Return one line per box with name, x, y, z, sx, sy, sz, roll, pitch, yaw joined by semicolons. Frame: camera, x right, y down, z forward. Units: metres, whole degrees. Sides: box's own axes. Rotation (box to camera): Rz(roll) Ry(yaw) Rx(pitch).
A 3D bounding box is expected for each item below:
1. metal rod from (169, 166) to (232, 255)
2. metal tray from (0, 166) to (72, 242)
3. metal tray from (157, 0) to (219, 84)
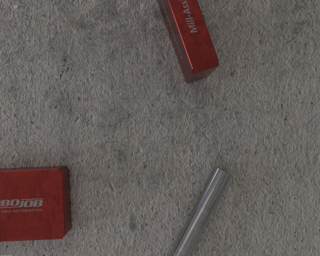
metal rod;0.016;0.189;0.410;0.025;0.025;0.299;27;90;0
metal tray;-0.187;0.099;0.406;0.131;0.030;0.089;-2;90;0
metal tray;0.029;-0.125;0.377;0.030;0.090;0.129;-19;90;0
